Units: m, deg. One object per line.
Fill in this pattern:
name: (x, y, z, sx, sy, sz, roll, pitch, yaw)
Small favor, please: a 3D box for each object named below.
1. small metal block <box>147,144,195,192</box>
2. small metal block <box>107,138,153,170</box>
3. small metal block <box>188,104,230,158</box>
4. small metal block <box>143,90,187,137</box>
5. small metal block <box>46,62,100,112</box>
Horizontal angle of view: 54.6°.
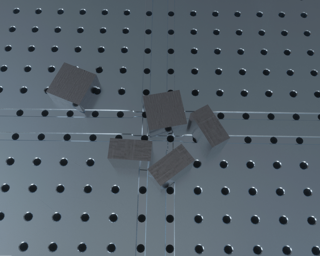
small metal block: (0.013, 0.050, 0.380, 0.050, 0.050, 0.025, -36, 74, -12)
small metal block: (-0.035, 0.034, 0.386, 0.050, 0.050, 0.025, 4, 70, 1)
small metal block: (0.060, 0.005, 0.397, 0.025, 0.050, 0.050, -28, 73, -9)
small metal block: (0.006, -0.020, 0.419, 0.050, 0.025, 0.050, -10, 70, -4)
small metal block: (-0.120, -0.057, 0.432, 0.050, 0.025, 0.050, 22, 71, 8)
